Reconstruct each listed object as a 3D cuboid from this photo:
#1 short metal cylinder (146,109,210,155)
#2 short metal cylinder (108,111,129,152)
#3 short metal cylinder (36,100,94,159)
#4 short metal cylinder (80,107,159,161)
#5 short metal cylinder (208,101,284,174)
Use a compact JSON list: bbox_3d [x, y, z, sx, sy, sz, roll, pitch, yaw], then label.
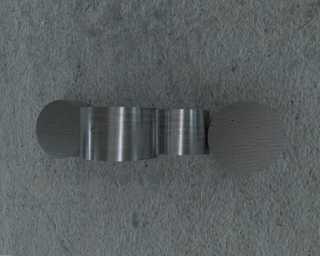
[{"bbox_3d":[0.020,0.005,0.374,0.080,0.080,0.050,0,90,20],"label":"short metal cylinder"},{"bbox_3d":[-0.056,0.003,0.401,0.080,0.080,0.050,0,90,20],"label":"short metal cylinder"},{"bbox_3d":[-0.126,0.002,0.441,0.080,0.050,0.080,0,90,19],"label":"short metal cylinder"},{"bbox_3d":[-0.042,0.004,0.322,0.080,0.080,0.050,1,92,20],"label":"short metal cylinder"},{"bbox_3d":[0.100,0.010,0.361,0.080,0.050,0.080,0,91,19],"label":"short metal cylinder"}]
